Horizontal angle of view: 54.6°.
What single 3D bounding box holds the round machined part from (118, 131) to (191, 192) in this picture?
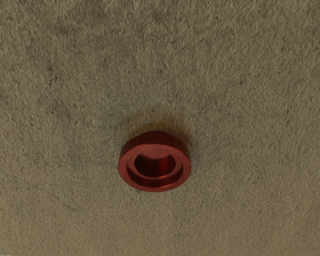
[{"bbox_3d":[-0.007,0.043,0.432,0.099,0.042,0.097,0,130,0],"label":"round machined part"}]
